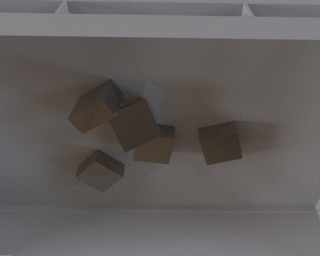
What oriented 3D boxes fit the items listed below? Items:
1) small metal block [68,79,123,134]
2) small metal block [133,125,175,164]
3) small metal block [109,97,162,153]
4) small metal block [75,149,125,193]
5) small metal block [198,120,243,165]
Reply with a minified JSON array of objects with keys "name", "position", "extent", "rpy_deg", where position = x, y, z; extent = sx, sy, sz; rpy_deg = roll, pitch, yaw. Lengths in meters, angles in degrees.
[{"name":"small metal block","position":[-0.075,-0.026,0.368],"extent":[0.050,0.050,0.025],"rpy_deg":[-26,120,20]},{"name":"small metal block","position":[-0.009,0.022,0.427],"extent":[0.050,0.025,0.050],"rpy_deg":[7,130,-6]},{"name":"small metal block","position":[-0.032,-0.005,0.382],"extent":[0.050,0.025,0.050],"rpy_deg":[-26,103,-6]},{"name":"small metal block","position":[-0.089,0.065,0.463],"extent":[0.050,0.025,0.050],"rpy_deg":[35,122,-26]},{"name":"small metal block","position":[0.083,0.021,0.428],"extent":[0.050,0.025,0.050],"rpy_deg":[-13,129,11]}]
